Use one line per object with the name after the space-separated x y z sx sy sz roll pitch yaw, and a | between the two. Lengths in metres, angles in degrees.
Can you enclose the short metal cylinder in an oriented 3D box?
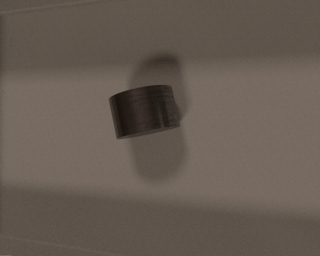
-0.019 -0.018 0.387 0.080 0.080 0.050 -13 86 19 | short metal cylinder
